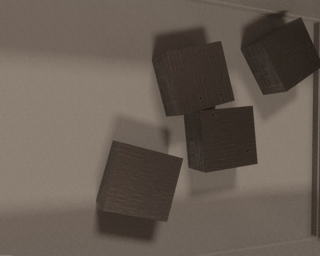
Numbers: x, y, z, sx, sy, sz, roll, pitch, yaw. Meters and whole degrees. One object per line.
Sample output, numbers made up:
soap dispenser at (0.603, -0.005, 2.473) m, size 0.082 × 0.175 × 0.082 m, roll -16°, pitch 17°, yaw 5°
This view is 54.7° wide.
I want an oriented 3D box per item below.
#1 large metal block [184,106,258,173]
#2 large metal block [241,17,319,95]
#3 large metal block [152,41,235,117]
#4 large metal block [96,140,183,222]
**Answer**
large metal block at (0.083, 0.013, 0.429) m, size 0.081 × 0.050 × 0.079 m, roll -6°, pitch 92°, yaw -20°
large metal block at (0.183, -0.106, 0.467) m, size 0.080 × 0.050 × 0.080 m, roll -33°, pitch 101°, yaw -17°
large metal block at (0.044, -0.064, 0.415) m, size 0.081 × 0.050 × 0.080 m, roll -16°, pitch 96°, yaw -20°
large metal block at (-0.026, 0.065, 0.389) m, size 0.081 × 0.050 × 0.080 m, roll 17°, pitch 84°, yaw -20°
